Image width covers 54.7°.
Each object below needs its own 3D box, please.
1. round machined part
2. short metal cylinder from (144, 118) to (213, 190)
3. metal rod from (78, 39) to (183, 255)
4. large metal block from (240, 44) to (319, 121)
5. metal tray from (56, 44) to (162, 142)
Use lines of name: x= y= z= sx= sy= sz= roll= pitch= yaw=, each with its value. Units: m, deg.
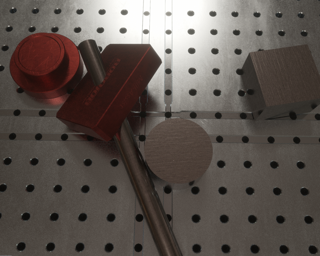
round machined part: x=-0.162 y=-0.094 z=0.435 sx=0.099 sy=0.042 sz=0.098 roll=0 pitch=70 yaw=-1
short metal cylinder: x=0.022 y=0.034 z=0.386 sx=0.081 sy=0.050 sz=0.080 roll=0 pitch=70 yaw=-1
metal rod: x=-0.040 y=0.023 z=0.384 sx=0.025 sy=0.025 sz=0.299 roll=-22 pitch=78 yaw=-8
large metal block: x=0.165 y=-0.061 z=0.423 sx=0.081 sy=0.050 sz=0.080 roll=-9 pitch=70 yaw=-4
metal tray: x=-0.066 y=-0.052 z=0.402 sx=0.090 sy=0.030 sz=0.130 roll=14 pitch=66 yaw=42
